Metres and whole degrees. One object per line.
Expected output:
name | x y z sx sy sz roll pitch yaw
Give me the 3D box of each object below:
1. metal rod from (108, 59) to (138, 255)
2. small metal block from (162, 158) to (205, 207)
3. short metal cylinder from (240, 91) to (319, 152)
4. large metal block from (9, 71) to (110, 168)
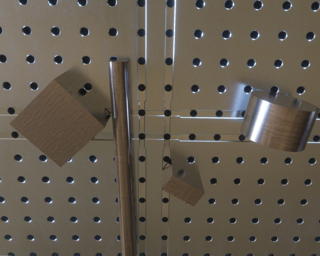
metal rod | -0.050 0.057 0.433 0.025 0.025 0.298 -1 110 0
small metal block | 0.031 0.074 0.428 0.050 0.050 0.025 30 107 -11
short metal cylinder | 0.146 -0.011 0.382 0.081 0.080 0.050 10 110 -4
large metal block | -0.123 -0.011 0.394 0.080 0.050 0.080 -41 106 13
